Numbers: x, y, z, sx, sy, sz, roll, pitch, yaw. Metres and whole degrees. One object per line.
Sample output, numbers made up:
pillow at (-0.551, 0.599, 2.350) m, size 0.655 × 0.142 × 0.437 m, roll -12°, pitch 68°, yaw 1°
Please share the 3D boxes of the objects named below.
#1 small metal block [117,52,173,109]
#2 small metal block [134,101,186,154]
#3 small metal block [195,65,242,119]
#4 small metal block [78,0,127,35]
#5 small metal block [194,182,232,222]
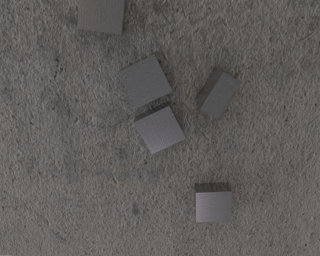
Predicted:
small metal block at (-0.018, -0.060, 0.387) m, size 0.050 × 0.025 × 0.050 m, roll -25°, pitch 108°, yaw 8°
small metal block at (0.000, -0.001, 0.409) m, size 0.050 × 0.025 × 0.050 m, roll -26°, pitch 108°, yaw 9°
small metal block at (0.070, -0.046, 0.380) m, size 0.025 × 0.050 × 0.050 m, roll 27°, pitch 108°, yaw -10°
small metal block at (-0.066, -0.138, 0.358) m, size 0.050 × 0.025 × 0.050 m, roll 7°, pitch 110°, yaw -3°
small metal block at (0.076, 0.108, 0.450) m, size 0.050 × 0.025 × 0.050 m, roll -2°, pitch 110°, yaw 0°
